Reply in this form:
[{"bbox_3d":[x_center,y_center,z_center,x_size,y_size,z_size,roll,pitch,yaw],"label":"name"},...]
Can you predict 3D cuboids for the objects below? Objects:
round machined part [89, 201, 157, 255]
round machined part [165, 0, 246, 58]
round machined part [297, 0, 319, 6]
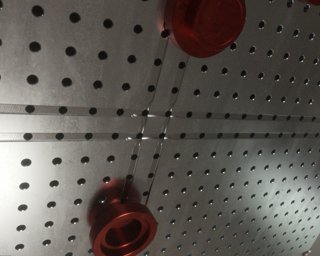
[{"bbox_3d":[-0.057,0.149,0.463,0.099,0.042,0.097,-14,125,-21],"label":"round machined part"},{"bbox_3d":[0.059,-0.127,0.355,0.099,0.042,0.097,-14,124,-21],"label":"round machined part"},{"bbox_3d":[0.218,-0.207,0.394,0.099,0.042,0.097,-14,125,-21],"label":"round machined part"}]
